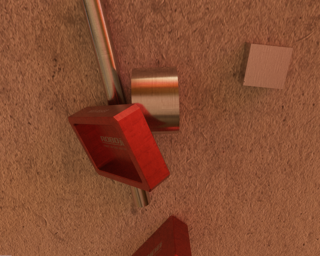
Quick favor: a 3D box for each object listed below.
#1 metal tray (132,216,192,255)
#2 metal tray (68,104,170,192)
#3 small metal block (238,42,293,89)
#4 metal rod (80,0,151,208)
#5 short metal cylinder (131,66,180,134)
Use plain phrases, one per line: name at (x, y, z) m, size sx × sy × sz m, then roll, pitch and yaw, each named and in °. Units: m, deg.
metal tray at (-0.010, 0.202, 0.449) m, size 0.030 × 0.090 × 0.130 m, roll 37°, pitch 106°, yaw -13°
metal tray at (-0.053, 0.020, 0.365) m, size 0.030 × 0.130 × 0.090 m, roll -35°, pitch 111°, yaw -31°
small metal block at (0.129, -0.077, 0.383) m, size 0.050 × 0.025 × 0.050 m, roll 5°, pitch 110°, yaw -3°
metal rod at (-0.054, -0.029, 0.398) m, size 0.025 × 0.025 × 0.298 m, roll -11°, pitch 110°, yaw 3°
short metal cylinder at (-0.005, -0.032, 0.369) m, size 0.050 × 0.080 × 0.079 m, roll -3°, pitch 110°, yaw 0°
